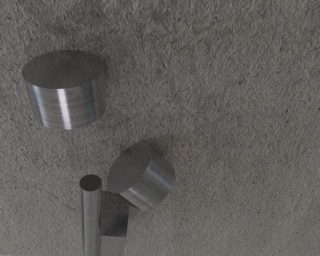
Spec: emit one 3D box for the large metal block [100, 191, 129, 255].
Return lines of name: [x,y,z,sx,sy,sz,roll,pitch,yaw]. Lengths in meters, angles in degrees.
large metal block: [-0.080,0.162,0.509,0.050,0.080,0.079,6,130,-6]

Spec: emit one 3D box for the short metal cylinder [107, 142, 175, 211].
short metal cylinder: [-0.027,0.067,0.428,0.080,0.080,0.050,-32,123,24]

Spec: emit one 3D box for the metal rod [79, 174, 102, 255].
metal rod: [-0.101,0.175,0.450,0.025,0.025,0.298,6,130,-6]

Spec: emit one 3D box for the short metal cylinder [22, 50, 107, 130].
short metal cylinder: [-0.100,-0.043,0.334,0.081,0.080,0.050,2,130,-2]
